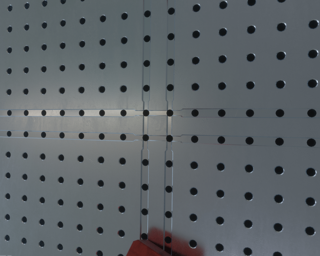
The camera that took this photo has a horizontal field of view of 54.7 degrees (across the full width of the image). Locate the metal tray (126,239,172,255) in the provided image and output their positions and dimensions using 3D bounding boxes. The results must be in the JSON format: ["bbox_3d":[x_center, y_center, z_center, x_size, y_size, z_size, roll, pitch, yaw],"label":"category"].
[{"bbox_3d":[-0.021,0.222,0.392,0.090,0.030,0.130,24,83,28],"label":"metal tray"}]
